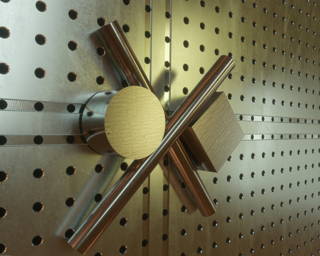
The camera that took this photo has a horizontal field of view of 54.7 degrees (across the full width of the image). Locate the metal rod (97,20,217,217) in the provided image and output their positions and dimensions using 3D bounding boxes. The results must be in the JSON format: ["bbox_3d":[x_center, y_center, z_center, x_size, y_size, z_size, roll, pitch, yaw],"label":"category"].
[{"bbox_3d":[0.007,0.003,0.409,0.025,0.025,0.299,-43,116,-31],"label":"metal rod"}]

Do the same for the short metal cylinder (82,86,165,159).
[{"bbox_3d":[-0.041,-0.006,0.354,0.081,0.050,0.079,0,90,-40],"label":"short metal cylinder"}]

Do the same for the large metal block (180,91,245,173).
[{"bbox_3d":[0.067,0.005,0.443,0.080,0.050,0.080,-46,118,-30],"label":"large metal block"}]

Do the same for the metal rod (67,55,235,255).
[{"bbox_3d":[0.002,0.019,0.379,0.301,0.025,0.025,-50,120,-18],"label":"metal rod"}]
